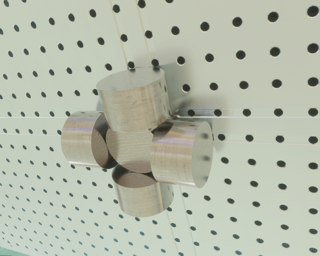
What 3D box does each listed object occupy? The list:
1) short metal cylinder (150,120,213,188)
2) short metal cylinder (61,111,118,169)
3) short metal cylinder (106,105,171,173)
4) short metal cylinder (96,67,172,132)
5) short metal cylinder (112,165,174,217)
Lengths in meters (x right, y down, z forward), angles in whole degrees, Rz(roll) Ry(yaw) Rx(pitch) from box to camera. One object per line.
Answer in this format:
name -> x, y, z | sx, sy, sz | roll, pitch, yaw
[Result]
short metal cylinder -> 0.029, 0.030, 0.379 | 0.050, 0.080, 0.079 | 4, 120, 26
short metal cylinder -> -0.090, 0.015, 0.433 | 0.050, 0.080, 0.080 | 1, 119, 27
short metal cylinder -> -0.025, 0.014, 0.417 | 0.080, 0.050, 0.079 | 12, 123, 20
short metal cylinder -> -0.030, -0.036, 0.369 | 0.080, 0.080, 0.050 | 3, 119, 27
short metal cylinder -> -0.023, 0.078, 0.435 | 0.080, 0.080, 0.050 | 6, 121, 25
